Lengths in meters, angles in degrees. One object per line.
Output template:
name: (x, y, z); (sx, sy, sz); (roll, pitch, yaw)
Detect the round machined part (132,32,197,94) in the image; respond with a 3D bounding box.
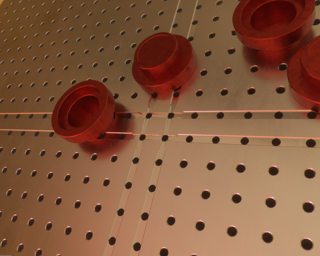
round machined part: (0.001, -0.102, 0.458); (0.098, 0.042, 0.098); (-13, 56, 20)

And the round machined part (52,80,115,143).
round machined part: (-0.109, -0.021, 0.465); (0.098, 0.042, 0.098); (-13, 56, 20)

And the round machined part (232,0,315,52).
round machined part: (0.148, -0.139, 0.404); (0.098, 0.042, 0.098); (-13, 56, 20)

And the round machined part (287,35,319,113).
round machined part: (0.192, -0.067, 0.338); (0.098, 0.042, 0.098); (-13, 56, 20)
